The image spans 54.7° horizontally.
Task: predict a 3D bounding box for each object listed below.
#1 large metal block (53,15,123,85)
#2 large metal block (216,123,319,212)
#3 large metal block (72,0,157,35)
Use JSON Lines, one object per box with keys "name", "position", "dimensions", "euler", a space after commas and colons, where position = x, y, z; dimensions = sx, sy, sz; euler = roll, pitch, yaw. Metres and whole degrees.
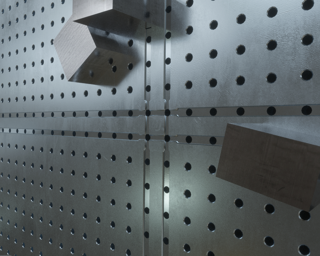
{"name": "large metal block", "position": [-0.115, -0.126, 0.485], "dimensions": [0.080, 0.050, 0.080], "euler": [-38, 67, 33]}
{"name": "large metal block", "position": [0.110, 0.029, 0.282], "dimensions": [0.080, 0.081, 0.050], "euler": [17, 101, 38]}
{"name": "large metal block", "position": [-0.061, -0.167, 0.421], "dimensions": [0.080, 0.081, 0.050], "euler": [3, 92, 39]}
